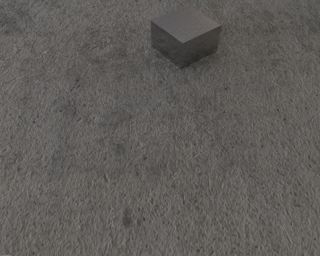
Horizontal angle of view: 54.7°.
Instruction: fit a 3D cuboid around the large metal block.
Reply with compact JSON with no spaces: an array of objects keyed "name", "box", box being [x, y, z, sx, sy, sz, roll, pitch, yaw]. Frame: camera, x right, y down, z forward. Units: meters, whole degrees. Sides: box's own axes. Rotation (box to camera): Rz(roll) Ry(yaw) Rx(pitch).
[{"name":"large metal block","box":[0.041,-0.153,0.516,0.081,0.050,0.080,-30,56,-23]}]
